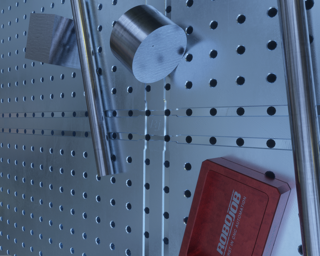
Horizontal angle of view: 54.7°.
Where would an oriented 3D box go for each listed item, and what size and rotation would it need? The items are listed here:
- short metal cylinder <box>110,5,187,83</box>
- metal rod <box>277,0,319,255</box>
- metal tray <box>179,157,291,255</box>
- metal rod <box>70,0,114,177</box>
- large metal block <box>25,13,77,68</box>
[{"bbox_3d":[-0.014,-0.103,0.383,0.050,0.081,0.080,48,118,29],"label":"short metal cylinder"},{"bbox_3d":[0.136,-0.018,0.296,0.025,0.025,0.298,-7,85,39],"label":"metal rod"},{"bbox_3d":[0.077,0.108,0.341,0.090,0.030,0.129,20,103,37],"label":"metal tray"},{"bbox_3d":[-0.110,-0.072,0.497,0.025,0.025,0.298,-18,79,38],"label":"metal rod"},{"bbox_3d":[-0.190,-0.154,0.546,0.080,0.050,0.079,19,102,38],"label":"large metal block"}]
